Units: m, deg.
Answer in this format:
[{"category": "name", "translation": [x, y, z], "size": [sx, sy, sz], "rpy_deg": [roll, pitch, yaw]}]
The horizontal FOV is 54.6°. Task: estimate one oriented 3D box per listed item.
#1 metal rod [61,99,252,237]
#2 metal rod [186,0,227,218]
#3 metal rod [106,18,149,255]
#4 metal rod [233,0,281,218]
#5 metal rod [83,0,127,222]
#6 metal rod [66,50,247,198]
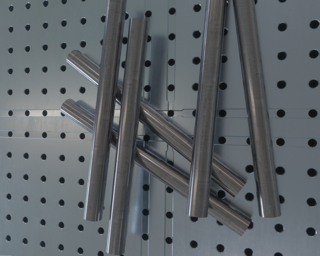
[{"category": "metal rod", "translation": [-0.017, 0.044, 0.418], "size": [0.300, 0.025, 0.025], "rpy_deg": [32, 101, 17]}, {"category": "metal rod", "translation": [0.058, -0.046, 0.374], "size": [0.025, 0.025, 0.299], "rpy_deg": [4, 85, 20]}, {"category": "metal rod", "translation": [-0.042, 0.012, 0.400], "size": [0.025, 0.025, 0.298], "rpy_deg": [7, 92, 20]}, {"category": "metal rod", "translation": [0.114, -0.046, 0.372], "size": [0.025, 0.025, 0.299], "rpy_deg": [-7, 88, 20]}, {"category": "metal rod", "translation": [-0.072, -0.027, 0.410], "size": [0.025, 0.025, 0.298], "rpy_deg": [8, 93, 20]}, {"category": "metal rod", "translation": [-0.015, -0.015, 0.418], "size": [0.300, 0.025, 0.025], "rpy_deg": [39, 102, 16]}]
